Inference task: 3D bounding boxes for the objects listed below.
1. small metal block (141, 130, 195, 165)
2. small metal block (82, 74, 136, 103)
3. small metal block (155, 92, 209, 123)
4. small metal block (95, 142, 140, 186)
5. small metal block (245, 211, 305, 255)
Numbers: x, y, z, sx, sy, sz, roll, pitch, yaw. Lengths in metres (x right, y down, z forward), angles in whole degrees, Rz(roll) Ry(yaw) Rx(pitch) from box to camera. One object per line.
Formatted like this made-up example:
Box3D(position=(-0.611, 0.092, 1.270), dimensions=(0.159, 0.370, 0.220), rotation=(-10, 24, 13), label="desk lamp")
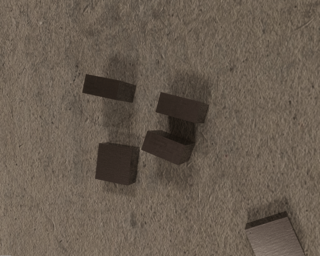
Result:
Box3D(position=(0.012, 0.023, 0.391), dimensions=(0.050, 0.050, 0.025), rotation=(21, 97, 18), label="small metal block")
Box3D(position=(-0.067, -0.053, 0.418), dimensions=(0.050, 0.050, 0.025), rotation=(13, 95, 19), label="small metal block")
Box3D(position=(0.029, -0.024, 0.385), dimensions=(0.050, 0.050, 0.025), rotation=(16, 96, 19), label="small metal block")
Box3D(position=(-0.059, 0.048, 0.429), dimensions=(0.050, 0.025, 0.050), rotation=(8, 93, 19), label="small metal block")
Box3D(position=(0.134, 0.132, 0.362), dimensions=(0.050, 0.025, 0.050), rotation=(-24, 82, 18), label="small metal block")
